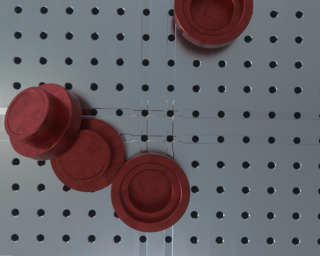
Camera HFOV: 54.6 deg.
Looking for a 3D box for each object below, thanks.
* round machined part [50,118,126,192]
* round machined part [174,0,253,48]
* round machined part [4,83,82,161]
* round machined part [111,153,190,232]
[{"bbox_3d":[-0.095,0.035,0.404,0.099,0.042,0.097,0,90,0],"label":"round machined part"},{"bbox_3d":[0.067,-0.153,0.405,0.099,0.042,0.097,0,90,0],"label":"round machined part"},{"bbox_3d":[-0.150,-0.012,0.382,0.098,0.042,0.098,-9,67,21],"label":"round machined part"},{"bbox_3d":[-0.012,0.080,0.403,0.099,0.042,0.097,0,91,-3],"label":"round machined part"}]
